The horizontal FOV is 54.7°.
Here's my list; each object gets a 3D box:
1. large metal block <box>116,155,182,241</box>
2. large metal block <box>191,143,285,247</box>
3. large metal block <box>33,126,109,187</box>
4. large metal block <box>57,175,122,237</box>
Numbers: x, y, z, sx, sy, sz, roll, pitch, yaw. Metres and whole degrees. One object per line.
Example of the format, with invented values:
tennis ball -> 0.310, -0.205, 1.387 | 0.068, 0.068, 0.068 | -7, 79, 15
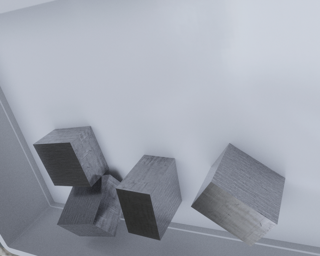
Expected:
large metal block -> -0.012, 0.095, 0.438 | 0.050, 0.080, 0.079 | 4, 120, 26
large metal block -> 0.095, 0.077, 0.370 | 0.080, 0.080, 0.050 | 33, 129, 6
large metal block -> -0.141, 0.046, 0.495 | 0.080, 0.050, 0.080 | -4, 116, 30
large metal block -> -0.106, 0.126, 0.498 | 0.080, 0.080, 0.050 | -13, 137, 33
